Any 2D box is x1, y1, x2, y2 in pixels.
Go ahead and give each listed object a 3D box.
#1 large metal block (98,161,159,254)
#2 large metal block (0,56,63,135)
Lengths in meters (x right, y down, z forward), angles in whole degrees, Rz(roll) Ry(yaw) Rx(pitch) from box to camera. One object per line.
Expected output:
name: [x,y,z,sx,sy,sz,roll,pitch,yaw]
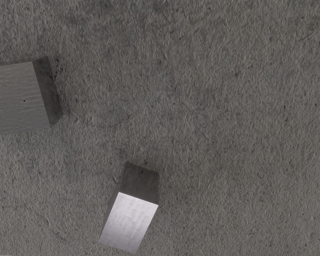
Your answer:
large metal block: [-0.040,0.105,0.419,0.050,0.080,0.079,21,109,-8]
large metal block: [-0.175,-0.040,0.380,0.080,0.050,0.079,-8,110,2]
